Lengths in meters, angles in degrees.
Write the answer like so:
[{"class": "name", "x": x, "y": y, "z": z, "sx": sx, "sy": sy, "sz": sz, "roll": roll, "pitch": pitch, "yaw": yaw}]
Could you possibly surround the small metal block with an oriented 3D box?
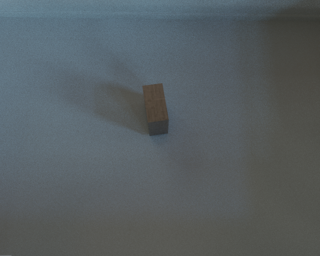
[{"class": "small metal block", "x": -0.006, "y": -0.023, "z": 0.401, "sx": 0.025, "sy": 0.050, "sz": 0.050, "roll": -8, "pitch": 70, "yaw": -3}]
